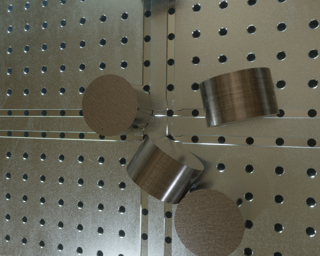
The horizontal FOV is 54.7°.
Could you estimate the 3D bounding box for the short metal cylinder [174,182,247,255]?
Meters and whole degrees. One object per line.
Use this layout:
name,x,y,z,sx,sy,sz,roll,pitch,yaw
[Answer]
short metal cylinder,0.063,0.109,0.377,0.080,0.050,0.079,0,90,20

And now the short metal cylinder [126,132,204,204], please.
short metal cylinder,0.006,0.048,0.381,0.080,0.080,0.050,35,102,16

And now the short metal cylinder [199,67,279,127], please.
short metal cylinder,0.089,-0.032,0.352,0.080,0.080,0.050,-12,86,19

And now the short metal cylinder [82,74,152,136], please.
short metal cylinder,-0.057,-0.029,0.419,0.080,0.050,0.079,0,90,20
